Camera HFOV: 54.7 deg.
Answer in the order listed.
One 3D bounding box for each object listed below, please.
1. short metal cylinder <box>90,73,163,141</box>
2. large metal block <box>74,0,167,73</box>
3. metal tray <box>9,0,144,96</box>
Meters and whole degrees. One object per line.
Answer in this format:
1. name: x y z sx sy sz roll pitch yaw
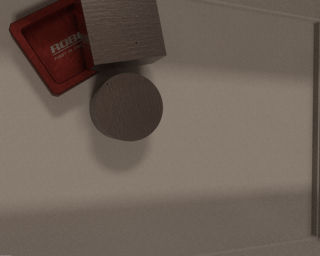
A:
1. short metal cylinder: -0.043 -0.024 0.382 0.081 0.050 0.079 0 90 -21
2. large metal block: -0.046 -0.111 0.348 0.081 0.050 0.079 -13 95 -20
3. metal tray: -0.095 -0.108 0.372 0.131 0.030 0.090 -35 102 -17
